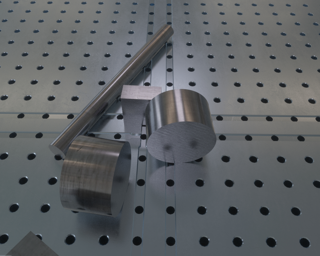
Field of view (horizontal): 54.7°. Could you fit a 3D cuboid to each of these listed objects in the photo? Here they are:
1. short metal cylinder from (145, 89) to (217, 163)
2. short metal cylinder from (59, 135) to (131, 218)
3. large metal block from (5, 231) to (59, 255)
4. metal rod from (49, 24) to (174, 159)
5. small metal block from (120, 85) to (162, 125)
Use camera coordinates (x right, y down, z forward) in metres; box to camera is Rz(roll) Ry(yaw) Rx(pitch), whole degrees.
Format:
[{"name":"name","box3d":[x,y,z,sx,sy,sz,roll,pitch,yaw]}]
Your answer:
[{"name":"short metal cylinder","box3d":[0.023,-0.001,0.373,0.081,0.080,0.050,-3,50,-3]},{"name":"short metal cylinder","box3d":[-0.065,0.050,0.329,0.050,0.080,0.080,8,51,6]},{"name":"large metal block","box3d":[-0.087,0.142,0.252,0.080,0.080,0.050,29,56,22]},{"name":"metal rod","box3d":[-0.057,-0.072,0.467,0.025,0.025,0.301,22,53,17]},{"name":"small metal block","box3d":[-0.024,-0.030,0.416,0.050,0.050,0.025,3,50,2]}]
